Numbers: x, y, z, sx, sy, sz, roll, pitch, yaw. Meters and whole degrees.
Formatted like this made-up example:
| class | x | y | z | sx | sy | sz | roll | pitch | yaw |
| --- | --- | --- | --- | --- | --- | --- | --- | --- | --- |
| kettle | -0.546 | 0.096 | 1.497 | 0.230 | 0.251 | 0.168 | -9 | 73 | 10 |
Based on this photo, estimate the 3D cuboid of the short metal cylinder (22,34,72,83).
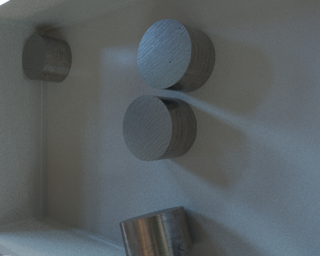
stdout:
| class | x | y | z | sx | sy | sz | roll | pitch | yaw |
| --- | --- | --- | --- | --- | --- | --- | --- | --- | --- |
| short metal cylinder | -0.205 | -0.124 | 0.560 | 0.080 | 0.050 | 0.080 | 0 | 90 | 40 |

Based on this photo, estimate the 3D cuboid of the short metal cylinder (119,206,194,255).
| class | x | y | z | sx | sy | sz | roll | pitch | yaw |
| --- | --- | --- | --- | --- | --- | --- | --- | --- | --- |
| short metal cylinder | -0.004 | 0.130 | 0.375 | 0.080 | 0.081 | 0.050 | -23 | 76 | 37 |

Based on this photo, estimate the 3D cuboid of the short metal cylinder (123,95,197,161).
| class | x | y | z | sx | sy | sz | roll | pitch | yaw |
| --- | --- | --- | --- | --- | --- | --- | --- | --- | --- |
| short metal cylinder | -0.001 | 0.000 | 0.391 | 0.080 | 0.050 | 0.080 | 0 | 90 | 40 |

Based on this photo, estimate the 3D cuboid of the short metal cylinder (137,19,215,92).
| class | x | y | z | sx | sy | sz | roll | pitch | yaw |
| --- | --- | --- | --- | --- | --- | --- | --- | --- | --- |
| short metal cylinder | 0.019 | -0.085 | 0.375 | 0.080 | 0.050 | 0.080 | 0 | 90 | 40 |
